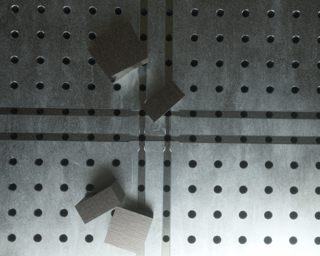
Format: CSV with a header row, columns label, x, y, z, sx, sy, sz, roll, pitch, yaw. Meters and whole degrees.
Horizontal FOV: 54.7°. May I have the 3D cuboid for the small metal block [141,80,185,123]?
label,x,y,z,sx,sy,sz,roll,pitch,yaw
small metal block,0.004,-0.033,0.401,0.050,0.050,0.025,-41,90,0

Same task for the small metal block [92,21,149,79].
label,x,y,z,sx,sy,sz,roll,pitch,yaw
small metal block,-0.048,-0.096,0.388,0.050,0.025,0.050,-27,90,-1

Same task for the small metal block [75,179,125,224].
label,x,y,z,sx,sy,sz,roll,pitch,yaw
small metal block,-0.075,0.093,0.400,0.050,0.050,0.025,-30,90,0

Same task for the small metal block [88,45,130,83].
label,x,y,z,sx,sy,sz,roll,pitch,yaw
small metal block,-0.058,-0.096,0.413,0.050,0.025,0.050,-36,90,0

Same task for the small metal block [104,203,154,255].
label,x,y,z,sx,sy,sz,roll,pitch,yaw
small metal block,-0.041,0.133,0.413,0.050,0.025,0.050,19,90,-1
